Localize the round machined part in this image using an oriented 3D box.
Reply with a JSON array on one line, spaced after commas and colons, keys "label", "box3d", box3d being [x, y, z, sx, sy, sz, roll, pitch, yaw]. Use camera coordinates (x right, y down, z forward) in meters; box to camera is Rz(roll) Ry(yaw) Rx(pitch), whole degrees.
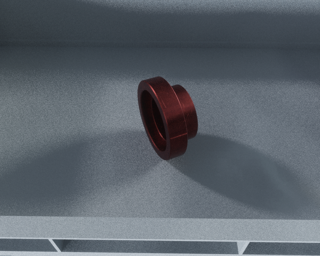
[{"label": "round machined part", "box3d": [0.011, -0.014, 0.370, 0.042, 0.097, 0.098, -18, 52, -17]}]
